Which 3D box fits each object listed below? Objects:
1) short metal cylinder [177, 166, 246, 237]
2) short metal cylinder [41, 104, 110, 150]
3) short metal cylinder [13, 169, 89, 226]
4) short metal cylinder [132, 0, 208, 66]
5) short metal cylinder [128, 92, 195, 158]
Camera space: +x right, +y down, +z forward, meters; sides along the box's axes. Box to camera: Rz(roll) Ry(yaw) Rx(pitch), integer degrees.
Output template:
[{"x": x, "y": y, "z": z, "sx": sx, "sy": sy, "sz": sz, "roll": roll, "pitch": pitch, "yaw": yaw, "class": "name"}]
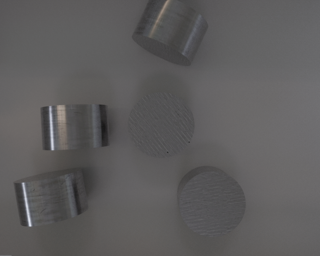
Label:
[{"x": 0.064, "y": 0.092, "z": 0.399, "sx": 0.081, "sy": 0.050, "sz": 0.080, "roll": 0, "pitch": 90, "yaw": 0, "class": "short metal cylinder"}, {"x": -0.104, "y": -0.001, "z": 0.383, "sx": 0.080, "sy": 0.080, "sz": 0.050, "roll": -3, "pitch": 90, "yaw": 0, "class": "short metal cylinder"}, {"x": -0.133, "y": 0.083, "z": 0.383, "sx": 0.080, "sy": 0.080, "sz": 0.050, "roll": -9, "pitch": 90, "yaw": 0, "class": "short metal cylinder"}, {"x": 0.012, "y": -0.118, "z": 0.384, "sx": 0.080, "sy": 0.080, "sz": 0.050, "roll": 25, "pitch": 90, "yaw": 0, "class": "short metal cylinder"}, {"x": 0.002, "y": -0.004, "z": 0.399, "sx": 0.081, "sy": 0.050, "sz": 0.080, "roll": 0, "pitch": 90, "yaw": 0, "class": "short metal cylinder"}]
